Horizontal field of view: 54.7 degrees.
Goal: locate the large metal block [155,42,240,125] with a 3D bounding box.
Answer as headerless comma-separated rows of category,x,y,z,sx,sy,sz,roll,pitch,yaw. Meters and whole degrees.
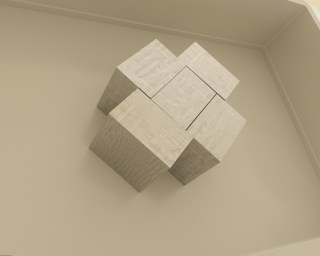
large metal block,0.048,-0.057,0.432,0.080,0.080,0.050,42,51,0

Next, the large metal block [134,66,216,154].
large metal block,0.013,-0.019,0.389,0.050,0.080,0.080,43,51,0

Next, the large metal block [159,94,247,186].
large metal block,0.051,0.016,0.389,0.050,0.080,0.080,43,51,0

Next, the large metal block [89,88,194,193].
large metal block,-0.024,0.017,0.348,0.080,0.080,0.050,42,51,0

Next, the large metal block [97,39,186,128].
large metal block,-0.024,-0.053,0.389,0.050,0.080,0.080,43,51,0
